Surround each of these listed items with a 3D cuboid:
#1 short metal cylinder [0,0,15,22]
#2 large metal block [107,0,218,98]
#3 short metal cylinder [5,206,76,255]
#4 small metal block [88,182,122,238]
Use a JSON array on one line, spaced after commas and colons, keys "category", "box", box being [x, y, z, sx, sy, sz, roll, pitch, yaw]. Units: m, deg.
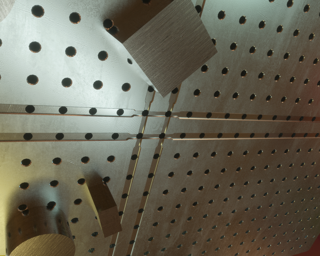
[{"category": "short metal cylinder", "box": [-0.155, -0.119, 0.237, 0.081, 0.050, 0.079, -14, 125, -21]}, {"category": "large metal block", "box": [0.004, -0.095, 0.340, 0.080, 0.050, 0.080, -41, 130, -1]}, {"category": "short metal cylinder", "box": [-0.156, 0.149, 0.403, 0.081, 0.050, 0.079, -14, 125, -21]}, {"category": "small metal block", "box": [-0.075, 0.111, 0.424, 0.025, 0.050, 0.050, -18, 126, -19]}]
